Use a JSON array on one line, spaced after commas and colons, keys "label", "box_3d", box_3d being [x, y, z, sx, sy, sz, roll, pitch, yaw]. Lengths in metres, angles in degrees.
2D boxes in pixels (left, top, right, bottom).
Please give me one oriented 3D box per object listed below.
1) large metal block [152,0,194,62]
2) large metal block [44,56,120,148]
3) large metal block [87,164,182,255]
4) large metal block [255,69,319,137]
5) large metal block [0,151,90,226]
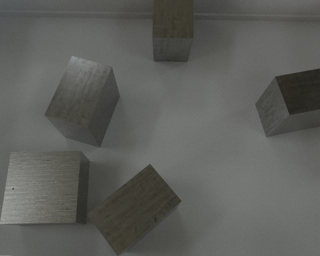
[{"label": "large metal block", "box_3d": [0.017, -0.144, 0.426, 0.050, 0.080, 0.080, 1, 81, 0]}, {"label": "large metal block", "box_3d": [-0.092, -0.030, 0.390, 0.050, 0.080, 0.080, 16, 71, 5]}, {"label": "large metal block", "box_3d": [-0.025, 0.093, 0.346, 0.080, 0.080, 0.050, -38, 75, -13]}, {"label": "large metal block", "box_3d": [0.179, -0.031, 0.394, 0.081, 0.080, 0.050, -11, 71, -4]}, {"label": "large metal block", "box_3d": [-0.131, 0.073, 0.368, 0.081, 0.050, 0.080, -1, 70, -1]}]
